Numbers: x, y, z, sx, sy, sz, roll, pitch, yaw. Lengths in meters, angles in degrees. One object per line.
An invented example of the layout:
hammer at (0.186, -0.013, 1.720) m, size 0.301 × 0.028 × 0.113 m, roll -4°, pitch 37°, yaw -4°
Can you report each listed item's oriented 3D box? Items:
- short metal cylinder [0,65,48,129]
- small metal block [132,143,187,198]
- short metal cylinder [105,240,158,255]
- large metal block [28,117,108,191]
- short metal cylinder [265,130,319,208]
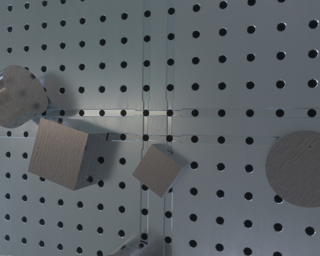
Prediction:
short metal cylinder at (-0.215, -0.046, 0.459) m, size 0.050 × 0.080 × 0.080 m, roll -27°, pitch 81°, yaw 18°
small metal block at (0.000, 0.056, 0.413) m, size 0.050 × 0.025 × 0.050 m, roll 36°, pitch 101°, yaw 16°
short metal cylinder at (-0.042, 0.199, 0.414) m, size 0.080 × 0.050 × 0.079 m, roll 0°, pitch 90°, yaw 20°
large metal block at (-0.132, 0.034, 0.446) m, size 0.080 × 0.050 × 0.080 m, roll 17°, pitch 96°, yaw 19°
short metal cylinder at (0.160, 0.042, 0.343) m, size 0.080 × 0.050 × 0.079 m, roll 0°, pitch 90°, yaw 20°
